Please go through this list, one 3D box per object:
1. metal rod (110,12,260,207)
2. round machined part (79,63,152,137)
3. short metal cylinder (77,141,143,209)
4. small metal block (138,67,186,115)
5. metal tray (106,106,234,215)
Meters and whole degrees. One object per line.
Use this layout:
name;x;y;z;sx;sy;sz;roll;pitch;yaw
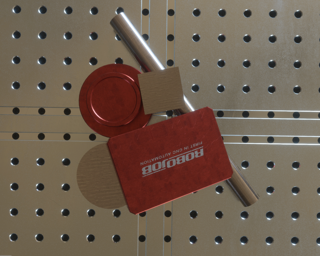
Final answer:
metal rod;0.033;-0.024;0.410;0.025;0.025;0.299;-36;90;0
round machined part;-0.056;-0.035;0.400;0.099;0.042;0.097;0;90;1
short metal cylinder;-0.060;0.057;0.396;0.081;0.050;0.079;0;90;0
small metal block;0.003;-0.046;0.386;0.050;0.025;0.050;-10;93;5
metal tray;0.012;0.036;0.369;0.131;0.030;0.090;-18;90;-13
